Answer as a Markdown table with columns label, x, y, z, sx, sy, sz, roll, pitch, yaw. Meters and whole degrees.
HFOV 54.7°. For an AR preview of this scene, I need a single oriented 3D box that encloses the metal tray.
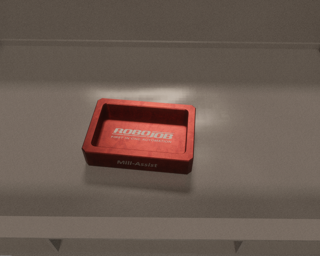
| label | x | y | z | sx | sy | sz | roll | pitch | yaw |
| --- | --- | --- | --- | --- | --- | --- | --- | --- | --- |
| metal tray | -0.022 | 0.008 | 0.394 | 0.131 | 0.030 | 0.090 | 5 | 50 | 3 |
